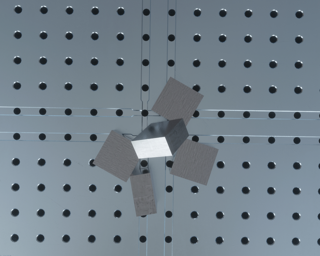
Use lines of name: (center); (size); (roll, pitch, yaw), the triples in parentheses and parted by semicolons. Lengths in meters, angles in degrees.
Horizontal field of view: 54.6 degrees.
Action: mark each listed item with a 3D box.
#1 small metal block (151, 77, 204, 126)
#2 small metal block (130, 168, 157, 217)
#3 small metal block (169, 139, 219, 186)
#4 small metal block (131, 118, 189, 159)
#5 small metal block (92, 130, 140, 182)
small metal block: (0.023, -0.033, 0.414); (0.050, 0.025, 0.050); (30, 90, 0)
small metal block: (-0.020, 0.081, 0.401); (0.025, 0.050, 0.050); (-10, 90, 0)
small metal block: (0.044, 0.043, 0.414); (0.050, 0.025, 0.050); (18, 90, 0)
small metal block: (0.001, 0.013, 0.388); (0.050, 0.050, 0.025); (-9, 112, 34)
small metal block: (-0.053, 0.036, 0.413); (0.050, 0.025, 0.050); (30, 90, 0)
